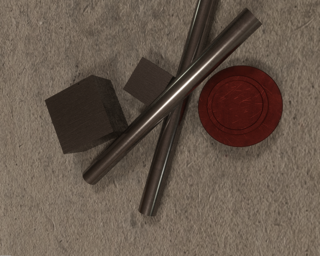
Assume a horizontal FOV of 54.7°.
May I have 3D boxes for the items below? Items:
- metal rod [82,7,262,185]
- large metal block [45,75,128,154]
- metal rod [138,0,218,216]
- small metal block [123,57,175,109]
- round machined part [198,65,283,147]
[{"bbox_3d":[-0.001,-0.023,0.384,0.299,0.025,0.025,-44,77,24],"label":"metal rod"},{"bbox_3d":[-0.100,-0.017,0.430,0.080,0.050,0.080,-24,82,18],"label":"large metal block"},{"bbox_3d":[0.023,-0.030,0.400,0.025,0.025,0.298,18,96,19],"label":"metal rod"},{"bbox_3d":[-0.012,-0.059,0.413,0.050,0.025,0.050,35,101,16],"label":"small metal block"},{"bbox_3d":[0.093,-0.026,0.367,0.098,0.042,0.097,0,90,19],"label":"round machined part"}]
